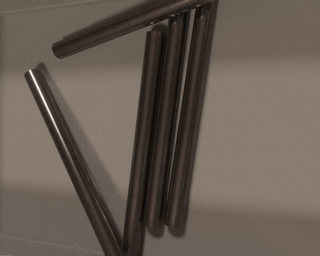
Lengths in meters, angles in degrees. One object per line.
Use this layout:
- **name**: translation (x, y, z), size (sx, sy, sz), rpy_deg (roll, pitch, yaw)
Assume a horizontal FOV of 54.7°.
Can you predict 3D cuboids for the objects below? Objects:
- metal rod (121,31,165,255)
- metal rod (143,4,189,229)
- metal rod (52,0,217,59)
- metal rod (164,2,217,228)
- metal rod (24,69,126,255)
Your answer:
- **metal rod**: translation (-0.023, 0.022, 0.417), size (0.025, 0.025, 0.298), rpy_deg (8, 92, 19)
- **metal rod**: translation (0.008, -0.018, 0.406), size (0.025, 0.025, 0.298), rpy_deg (8, 93, 19)
- **metal rod**: translation (-0.020, -0.142, 0.395), size (0.300, 0.025, 0.025), rpy_deg (-11, 86, 27)
- **metal rod**: translation (0.039, -0.022, 0.396), size (0.025, 0.025, 0.298), rpy_deg (9, 93, 19)
- **metal rod**: translation (-0.126, 0.043, 0.440), size (0.025, 0.025, 0.299), rpy_deg (-34, 75, 16)
